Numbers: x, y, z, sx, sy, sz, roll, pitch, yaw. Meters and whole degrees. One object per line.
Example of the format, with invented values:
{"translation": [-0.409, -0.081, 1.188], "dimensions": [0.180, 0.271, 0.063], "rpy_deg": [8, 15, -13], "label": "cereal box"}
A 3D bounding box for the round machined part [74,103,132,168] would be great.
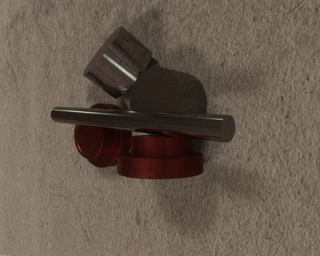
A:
{"translation": [-0.092, 0.011, 0.467], "dimensions": [0.098, 0.042, 0.097], "rpy_deg": [0, 90, 39], "label": "round machined part"}

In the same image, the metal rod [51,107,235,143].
{"translation": [-0.048, -0.010, 0.378], "dimensions": [0.300, 0.025, 0.025], "rpy_deg": [6, 94, 43], "label": "metal rod"}

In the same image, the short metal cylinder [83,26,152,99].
{"translation": [-0.056, -0.086, 0.407], "dimensions": [0.080, 0.050, 0.080], "rpy_deg": [-42, 25, 25], "label": "short metal cylinder"}

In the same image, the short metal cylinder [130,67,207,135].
{"translation": [0.009, -0.031, 0.379], "dimensions": [0.080, 0.050, 0.079], "rpy_deg": [0, 90, 39], "label": "short metal cylinder"}

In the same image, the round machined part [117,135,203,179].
{"translation": [0.000, 0.029, 0.355], "dimensions": [0.098, 0.099, 0.042], "rpy_deg": [0, 91, 39], "label": "round machined part"}
